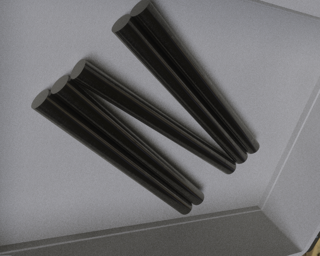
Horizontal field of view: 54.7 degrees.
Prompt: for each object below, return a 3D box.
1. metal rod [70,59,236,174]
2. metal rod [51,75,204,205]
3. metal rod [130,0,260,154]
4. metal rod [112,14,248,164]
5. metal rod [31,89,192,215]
[{"bbox_3d":[0.014,0.002,0.416,0.301,0.025,0.025,32,100,-38],"label":"metal rod"},{"bbox_3d":[-0.021,0.035,0.417,0.025,0.025,0.300,-44,129,2],"label":"metal rod"},{"bbox_3d":[0.065,-0.046,0.414,0.025,0.025,0.300,-45,129,3],"label":"metal rod"},{"bbox_3d":[0.046,-0.030,0.413,0.025,0.025,0.300,-45,129,3],"label":"metal rod"},{"bbox_3d":[-0.041,0.051,0.416,0.025,0.025,0.300,-44,129,2],"label":"metal rod"}]
